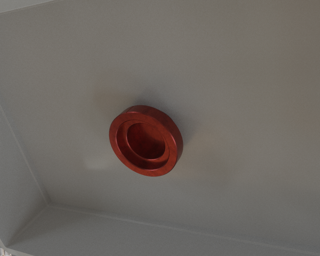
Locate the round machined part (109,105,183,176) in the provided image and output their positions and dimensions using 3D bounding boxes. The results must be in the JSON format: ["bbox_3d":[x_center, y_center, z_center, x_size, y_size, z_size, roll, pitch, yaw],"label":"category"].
[{"bbox_3d":[-0.015,0.013,0.412,0.098,0.042,0.097,13,124,20],"label":"round machined part"}]
